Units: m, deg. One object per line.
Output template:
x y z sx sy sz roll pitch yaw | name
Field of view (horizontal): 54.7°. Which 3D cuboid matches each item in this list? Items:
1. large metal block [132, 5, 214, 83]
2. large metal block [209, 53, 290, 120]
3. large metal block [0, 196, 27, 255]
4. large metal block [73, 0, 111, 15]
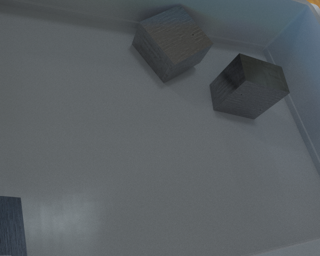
0.018 -0.127 0.468 0.080 0.050 0.080 -34 81 -28 | large metal block
0.136 -0.061 0.480 0.081 0.080 0.050 11 57 -23 | large metal block
-0.148 0.095 0.226 0.080 0.050 0.080 34 34 -61 | large metal block
-0.089 -0.236 0.469 0.050 0.080 0.080 17 55 -18 | large metal block
